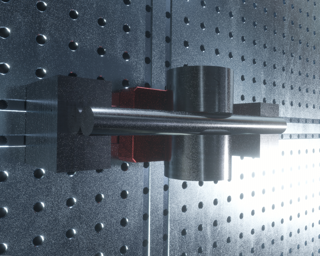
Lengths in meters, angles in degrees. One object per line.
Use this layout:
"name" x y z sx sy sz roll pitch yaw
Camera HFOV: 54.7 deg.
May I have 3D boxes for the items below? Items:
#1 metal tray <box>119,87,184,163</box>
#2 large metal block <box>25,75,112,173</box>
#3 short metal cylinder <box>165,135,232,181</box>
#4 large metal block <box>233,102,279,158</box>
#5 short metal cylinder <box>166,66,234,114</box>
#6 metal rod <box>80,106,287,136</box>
"metal tray" 0.009 -0.003 0.413 0.131 0.030 0.089 2 89 -40
"large metal block" -0.089 -0.003 0.297 0.050 0.080 0.080 1 90 -40
"short metal cylinder" 0.046 0.032 0.372 0.081 0.080 0.050 1 90 -40
"large metal block" 0.136 0.003 0.485 0.050 0.080 0.080 1 90 -40
"short metal cylinder" 0.048 -0.043 0.374 0.081 0.080 0.050 1 90 -40
"metal rod" 0.056 -0.005 0.351 0.302 0.025 0.025 1 90 -40
